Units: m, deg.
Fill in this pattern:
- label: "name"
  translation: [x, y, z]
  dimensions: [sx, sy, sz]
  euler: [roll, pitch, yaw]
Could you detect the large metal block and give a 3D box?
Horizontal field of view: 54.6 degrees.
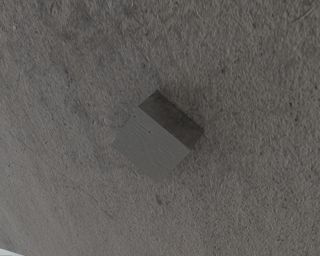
- label: "large metal block"
  translation: [-0.004, 0.013, 0.401]
  dimensions: [0.080, 0.050, 0.080]
  euler: [40, 129, 1]
